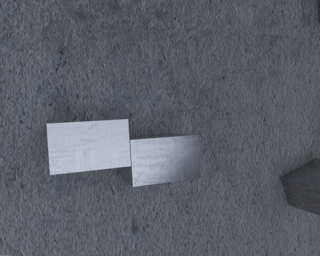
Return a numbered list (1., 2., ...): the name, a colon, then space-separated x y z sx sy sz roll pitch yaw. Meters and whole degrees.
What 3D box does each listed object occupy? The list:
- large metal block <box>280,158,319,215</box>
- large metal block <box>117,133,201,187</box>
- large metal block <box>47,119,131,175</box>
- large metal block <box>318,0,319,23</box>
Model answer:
1. large metal block: 0.248 0.088 0.471 0.081 0.080 0.050 -22 98 -19
2. large metal block: -0.006 0.035 0.378 0.081 0.080 0.050 -4 92 -20
3. large metal block: -0.083 0.018 0.349 0.081 0.080 0.050 -4 92 -20
4. large metal block: 0.310 -0.219 0.510 0.081 0.050 0.079 -5 92 -20
